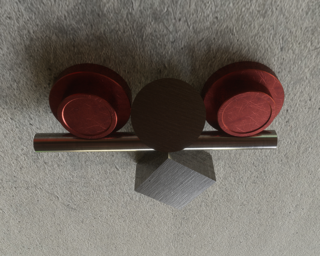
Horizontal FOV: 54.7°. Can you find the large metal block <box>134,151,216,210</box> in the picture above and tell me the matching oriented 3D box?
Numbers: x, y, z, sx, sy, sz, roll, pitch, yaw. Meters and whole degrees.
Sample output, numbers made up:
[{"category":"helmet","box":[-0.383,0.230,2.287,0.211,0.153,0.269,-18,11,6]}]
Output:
[{"category":"large metal block","box":[0.020,0.064,0.444,0.080,0.050,0.080,28,125,-22]}]

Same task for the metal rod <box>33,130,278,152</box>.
[{"category":"metal rod","box":[-0.006,0.017,0.395,0.302,0.025,0.025,-1,130,0]}]

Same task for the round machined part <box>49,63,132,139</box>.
[{"category":"round machined part","box":[-0.084,-0.025,0.375,0.099,0.042,0.097,0,130,0]}]

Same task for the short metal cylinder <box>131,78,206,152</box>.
[{"category":"short metal cylinder","box":[0.009,-0.015,0.355,0.080,0.050,0.079,0,95,0]}]

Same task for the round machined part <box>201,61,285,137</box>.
[{"category":"round machined part","box":[0.101,-0.028,0.375,0.099,0.042,0.097,0,130,0]}]
